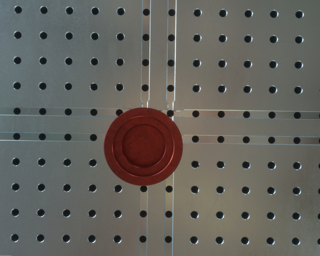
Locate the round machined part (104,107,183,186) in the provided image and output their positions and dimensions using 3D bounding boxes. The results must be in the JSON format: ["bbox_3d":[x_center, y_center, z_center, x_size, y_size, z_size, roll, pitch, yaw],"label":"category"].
[{"bbox_3d":[-0.021,0.023,0.405,0.099,0.042,0.097,0,90,0],"label":"round machined part"}]
